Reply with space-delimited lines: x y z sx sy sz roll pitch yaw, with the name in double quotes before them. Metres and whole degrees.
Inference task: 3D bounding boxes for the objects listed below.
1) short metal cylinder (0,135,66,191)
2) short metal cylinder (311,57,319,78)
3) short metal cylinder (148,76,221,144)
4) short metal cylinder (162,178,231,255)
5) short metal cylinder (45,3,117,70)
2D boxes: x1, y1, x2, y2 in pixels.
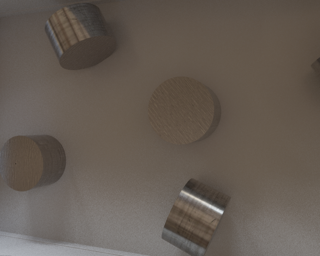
"short metal cylinder" -0.190 0.050 0.464 0.080 0.050 0.080 0 90 20
"short metal cylinder" 0.203 -0.067 0.309 0.080 0.080 0.050 -35 79 17
"short metal cylinder" 0.032 -0.021 0.386 0.080 0.050 0.080 0 90 20
"short metal cylinder" 0.044 0.106 0.366 0.050 0.080 0.080 25 98 18
"short metal cylinder" -0.106 -0.121 0.419 0.080 0.080 0.050 -29 81 18
